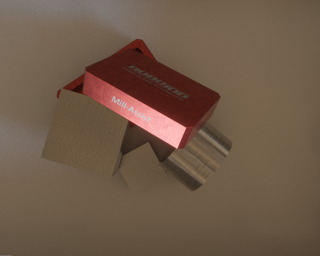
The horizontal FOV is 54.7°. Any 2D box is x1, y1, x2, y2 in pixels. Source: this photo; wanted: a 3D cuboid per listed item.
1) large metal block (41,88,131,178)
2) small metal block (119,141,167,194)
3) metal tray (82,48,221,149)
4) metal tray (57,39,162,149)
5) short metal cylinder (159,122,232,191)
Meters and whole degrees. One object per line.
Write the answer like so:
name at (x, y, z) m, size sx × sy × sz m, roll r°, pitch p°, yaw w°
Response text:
large metal block at (-0.081, 0.006, 0.364) m, size 0.080 × 0.050 × 0.080 m, roll 16°, pitch 90°, yaw -1°
small metal block at (-0.025, 0.051, 0.410) m, size 0.050 × 0.025 × 0.050 m, roll -29°, pitch 90°, yaw -1°
metal tray at (-0.008, -0.039, 0.348) m, size 0.130 × 0.090 × 0.030 m, roll 30°, pitch 128°, yaw 14°
metal tray at (-0.054, -0.043, 0.406) m, size 0.130 × 0.030 × 0.090 m, roll -34°, pitch 90°, yaw -1°
short metal cylinder at (0.043, 0.031, 0.384) m, size 0.050 × 0.080 × 0.080 m, roll 39°, pitch 90°, yaw -1°
